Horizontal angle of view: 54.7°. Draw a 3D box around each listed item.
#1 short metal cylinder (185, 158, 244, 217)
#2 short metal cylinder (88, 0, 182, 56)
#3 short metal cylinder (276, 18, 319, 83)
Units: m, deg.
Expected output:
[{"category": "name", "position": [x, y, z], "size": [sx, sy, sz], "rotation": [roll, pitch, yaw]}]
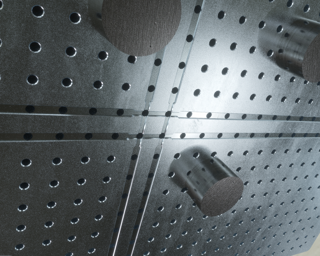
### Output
[{"category": "short metal cylinder", "position": [0.088, 0.097, 0.505], "size": [0.081, 0.050, 0.079], "rotation": [-14, 124, -21]}, {"category": "short metal cylinder", "position": [-0.026, -0.118, 0.309], "size": [0.081, 0.050, 0.079], "rotation": [-14, 125, -21]}, {"category": "short metal cylinder", "position": [0.217, -0.112, 0.447], "size": [0.081, 0.050, 0.079], "rotation": [-14, 125, -21]}]
